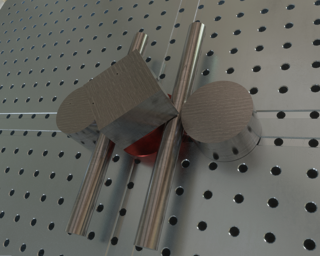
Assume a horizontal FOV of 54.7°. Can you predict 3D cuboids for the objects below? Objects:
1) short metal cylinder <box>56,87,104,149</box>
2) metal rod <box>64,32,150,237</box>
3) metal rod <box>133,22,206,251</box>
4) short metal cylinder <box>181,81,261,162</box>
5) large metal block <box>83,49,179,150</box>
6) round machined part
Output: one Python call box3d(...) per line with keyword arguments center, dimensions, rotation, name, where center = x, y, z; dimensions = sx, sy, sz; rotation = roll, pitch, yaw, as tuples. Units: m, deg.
box3d(center=(-0.104, -0.016, 0.456), dimensions=(0.080, 0.050, 0.080), rotation=(-13, 56, 21), name="short metal cylinder")
box3d(center=(-0.063, -0.009, 0.420), dimensions=(0.025, 0.025, 0.300), rotation=(1, 62, 28), name="metal rod")
box3d(center=(0.019, -0.010, 0.377), dimensions=(0.025, 0.025, 0.300), rotation=(0, 62, 28), name="metal rod")
box3d(center=(0.071, -0.008, 0.359), dimensions=(0.080, 0.050, 0.080), rotation=(-13, 56, 21), name="short metal cylinder")
box3d(center=(-0.036, -0.035, 0.372), dimensions=(0.080, 0.050, 0.080), rotation=(-33, 51, 6), name="large metal block")
box3d(center=(-0.016, -0.007, 0.411), dimensions=(0.098, 0.042, 0.098), rotation=(-13, 56, 21), name="round machined part")
